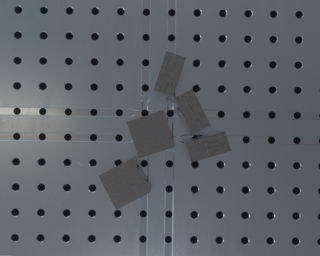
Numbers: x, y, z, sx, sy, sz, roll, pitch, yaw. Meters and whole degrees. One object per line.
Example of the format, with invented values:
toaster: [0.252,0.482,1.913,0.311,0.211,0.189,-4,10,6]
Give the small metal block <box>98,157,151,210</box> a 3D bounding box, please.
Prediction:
small metal block: [-0.046,0.072,0.413,0.050,0.025,0.050,-28,90,0]

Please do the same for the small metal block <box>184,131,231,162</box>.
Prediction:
small metal block: [0.059,0.023,0.401,0.050,0.050,0.025,-16,90,0]

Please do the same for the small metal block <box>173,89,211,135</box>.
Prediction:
small metal block: [0.040,-0.020,0.401,0.025,0.050,0.050,-27,90,0]

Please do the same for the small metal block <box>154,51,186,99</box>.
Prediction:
small metal block: [0.012,-0.066,0.401,0.025,0.050,0.050,18,90,0]

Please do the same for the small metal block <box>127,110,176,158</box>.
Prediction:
small metal block: [-0.011,0.008,0.413,0.050,0.025,0.050,-18,90,0]
